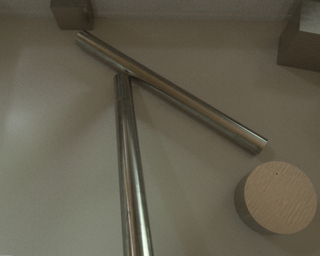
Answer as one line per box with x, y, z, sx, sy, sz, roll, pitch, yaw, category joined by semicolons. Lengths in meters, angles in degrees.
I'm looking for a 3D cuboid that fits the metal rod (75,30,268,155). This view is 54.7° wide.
0.008;-0.054;0.429;0.301;0.025;0.025;32;73;10;metal rod

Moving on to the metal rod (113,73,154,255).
-0.032;0.035;0.329;0.025;0.025;0.300;-8;44;-3;metal rod

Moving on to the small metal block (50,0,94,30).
-0.128;-0.171;0.457;0.050;0.050;0.025;1;70;0;small metal block

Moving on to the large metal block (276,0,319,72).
0.218;-0.122;0.428;0.080;0.080;0.050;12;71;4;large metal block

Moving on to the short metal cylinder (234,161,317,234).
0.134;0.084;0.367;0.081;0.050;0.080;0;70;0;short metal cylinder
